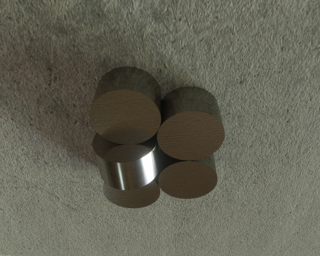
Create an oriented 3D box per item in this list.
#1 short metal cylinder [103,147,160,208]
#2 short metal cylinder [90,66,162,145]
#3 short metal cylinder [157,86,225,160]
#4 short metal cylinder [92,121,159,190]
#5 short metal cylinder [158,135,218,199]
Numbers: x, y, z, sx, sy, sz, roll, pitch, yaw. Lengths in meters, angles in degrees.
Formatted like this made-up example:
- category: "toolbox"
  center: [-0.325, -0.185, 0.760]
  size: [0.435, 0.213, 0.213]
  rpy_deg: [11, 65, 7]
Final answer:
- category: "short metal cylinder"
  center: [-0.039, 0.073, 0.454]
  size: [0.080, 0.050, 0.079]
  rpy_deg: [0, 131, 1]
- category: "short metal cylinder"
  center: [-0.039, -0.026, 0.369]
  size: [0.080, 0.050, 0.079]
  rpy_deg: [0, 131, 1]
- category: "short metal cylinder"
  center: [0.037, -0.005, 0.387]
  size: [0.081, 0.050, 0.079]
  rpy_deg: [0, 131, 0]
- category: "short metal cylinder"
  center: [-0.042, 0.033, 0.400]
  size: [0.080, 0.080, 0.050]
  rpy_deg: [-2, 130, 2]
- category: "short metal cylinder"
  center: [0.038, 0.056, 0.439]
  size: [0.080, 0.050, 0.079]
  rpy_deg: [0, 131, 1]
